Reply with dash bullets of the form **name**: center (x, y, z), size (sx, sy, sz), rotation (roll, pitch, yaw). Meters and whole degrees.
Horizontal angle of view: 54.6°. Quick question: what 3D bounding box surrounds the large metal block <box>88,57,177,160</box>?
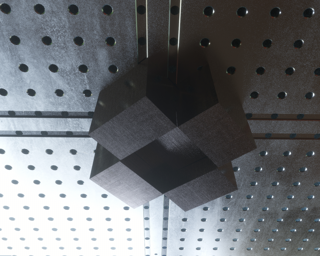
- **large metal block**: center (-0.029, -0.023, 0.356), size (0.080, 0.080, 0.050), rotation (-31, 124, 24)

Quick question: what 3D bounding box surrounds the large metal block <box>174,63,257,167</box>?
- **large metal block**: center (0.063, -0.015, 0.363), size (0.050, 0.080, 0.080), rotation (-32, 124, 23)

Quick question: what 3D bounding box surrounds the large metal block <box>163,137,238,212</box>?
- **large metal block**: center (0.051, 0.055, 0.424), size (0.080, 0.080, 0.050), rotation (-30, 124, 23)

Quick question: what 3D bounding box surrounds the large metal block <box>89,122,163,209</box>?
- **large metal block**: center (-0.041, 0.047, 0.415), size (0.050, 0.080, 0.080), rotation (-32, 124, 24)

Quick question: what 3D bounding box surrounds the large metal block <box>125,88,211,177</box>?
- **large metal block**: center (0.012, 0.007, 0.400), size (0.080, 0.050, 0.080), rotation (-30, 123, 25)
